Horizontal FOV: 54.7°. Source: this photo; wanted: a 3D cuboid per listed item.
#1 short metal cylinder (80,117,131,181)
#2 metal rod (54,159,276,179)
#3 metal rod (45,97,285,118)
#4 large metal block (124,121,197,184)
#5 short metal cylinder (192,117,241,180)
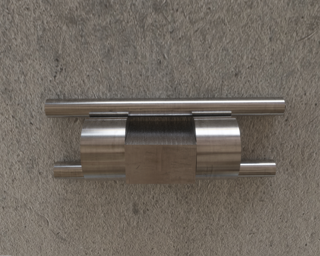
[{"bbox_3d":[-0.065,0.026,0.390,0.050,0.080,0.079,-1,110,0],"label":"short metal cylinder"},{"bbox_3d":[0.007,0.058,0.432,0.302,0.025,0.025,-1,110,0],"label":"metal rod"},{"bbox_3d":[0.007,-0.027,0.401,0.302,0.025,0.025,-1,110,0],"label":"metal rod"},{"bbox_3d":[0.001,0.028,0.389,0.081,0.080,0.050,0,110,0],"label":"large metal block"},{"bbox_3d":[0.067,0.025,0.391,0.050,0.080,0.079,-1,110,0],"label":"short metal cylinder"}]
